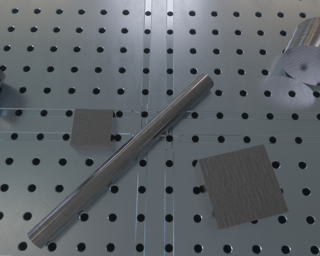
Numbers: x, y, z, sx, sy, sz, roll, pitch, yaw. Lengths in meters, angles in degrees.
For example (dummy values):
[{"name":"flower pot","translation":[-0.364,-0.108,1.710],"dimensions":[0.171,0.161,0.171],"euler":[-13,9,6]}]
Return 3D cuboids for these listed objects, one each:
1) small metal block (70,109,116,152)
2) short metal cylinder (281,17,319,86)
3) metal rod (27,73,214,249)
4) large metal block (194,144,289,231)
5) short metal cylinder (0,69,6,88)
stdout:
[{"name":"small metal block","translation":[-0.087,0.003,0.410],"dimensions":[0.050,0.025,0.050],"euler":[2,70,0]},{"name":"short metal cylinder","translation":[0.215,-0.103,0.422],"dimensions":[0.080,0.080,0.050],"euler":[28,73,9]},{"name":"metal rod","translation":[-0.040,0.032,0.399],"dimensions":[0.025,0.025,0.301],"euler":[43,75,14]},{"name":"large metal block","translation":[0.093,0.073,0.373],"dimensions":[0.081,0.050,0.080],"euler":[-13,71,-5]},{"name":"short metal cylinder","translation":[-0.254,-0.065,0.404],"dimensions":[0.080,0.080,0.050],"euler":[18,71,6]}]
